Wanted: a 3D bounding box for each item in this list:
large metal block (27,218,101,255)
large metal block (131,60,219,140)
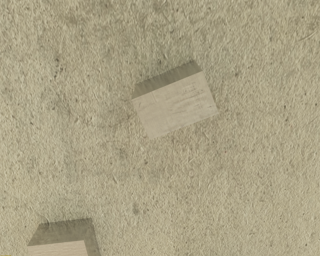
[{"bbox_3d":[-0.139,0.188,0.464,0.080,0.050,0.079,-7,110,2],"label":"large metal block"},{"bbox_3d":[0.016,-0.036,0.367,0.080,0.080,0.050,-21,109,7],"label":"large metal block"}]
